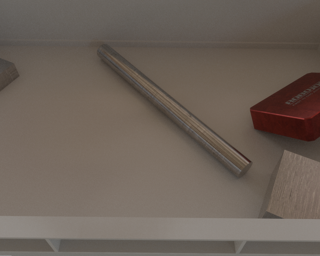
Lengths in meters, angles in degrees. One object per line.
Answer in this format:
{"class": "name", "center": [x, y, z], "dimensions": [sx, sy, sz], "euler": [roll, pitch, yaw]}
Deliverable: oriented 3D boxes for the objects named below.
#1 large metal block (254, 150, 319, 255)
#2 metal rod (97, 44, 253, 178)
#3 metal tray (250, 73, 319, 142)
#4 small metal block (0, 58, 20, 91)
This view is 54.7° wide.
{"class": "large metal block", "center": [0.154, 0.081, 0.323], "dimensions": [0.080, 0.050, 0.080], "euler": [21, 53, 16]}
{"class": "metal rod", "center": [0.004, -0.039, 0.437], "dimensions": [0.025, 0.025, 0.300], "euler": [-33, 58, -25]}
{"class": "metal tray", "center": [0.196, -0.033, 0.403], "dimensions": [0.131, 0.030, 0.090], "euler": [-29, 23, -22]}
{"class": "small metal block", "center": [-0.255, -0.082, 0.470], "dimensions": [0.050, 0.025, 0.050], "euler": [22, 53, 17]}
